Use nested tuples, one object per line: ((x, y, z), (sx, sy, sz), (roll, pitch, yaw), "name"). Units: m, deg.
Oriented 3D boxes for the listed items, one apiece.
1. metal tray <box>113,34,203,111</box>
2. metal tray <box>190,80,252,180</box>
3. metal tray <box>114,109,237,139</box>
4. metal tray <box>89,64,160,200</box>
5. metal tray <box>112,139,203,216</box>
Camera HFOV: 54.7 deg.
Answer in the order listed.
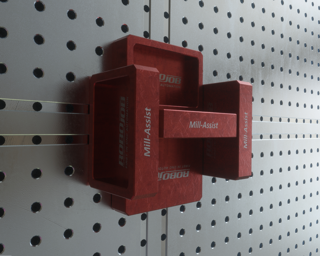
((0.002, -0.064, 0.409), (0.131, 0.030, 0.089), (1, 90, -40), "metal tray")
((0.083, 0.003, 0.438), (0.030, 0.090, 0.129), (1, 89, -40), "metal tray")
((0.021, -0.004, 0.384), (0.131, 0.090, 0.030), (1, 90, -40), "metal tray")
((-0.041, 0.004, 0.333), (0.030, 0.090, 0.129), (1, 89, -40), "metal tray")
((0.001, 0.057, 0.407), (0.131, 0.030, 0.089), (1, 90, -40), "metal tray")
